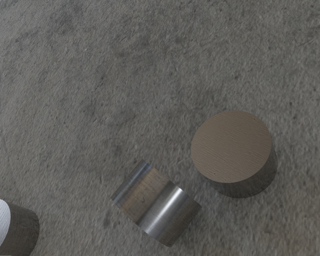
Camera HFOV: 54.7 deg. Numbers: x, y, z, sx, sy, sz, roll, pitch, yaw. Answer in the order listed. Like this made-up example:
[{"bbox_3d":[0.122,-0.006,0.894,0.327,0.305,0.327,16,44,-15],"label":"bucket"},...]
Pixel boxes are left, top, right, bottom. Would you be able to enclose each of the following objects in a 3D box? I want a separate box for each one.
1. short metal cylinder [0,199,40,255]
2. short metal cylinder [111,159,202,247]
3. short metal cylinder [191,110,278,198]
[{"bbox_3d":[-0.210,0.140,0.409,0.080,0.050,0.080,-13,56,20],"label":"short metal cylinder"},{"bbox_3d":[-0.003,0.077,0.322,0.080,0.080,0.050,33,80,38],"label":"short metal cylinder"},{"bbox_3d":[0.079,0.028,0.328,0.080,0.050,0.080,-13,56,20],"label":"short metal cylinder"}]
